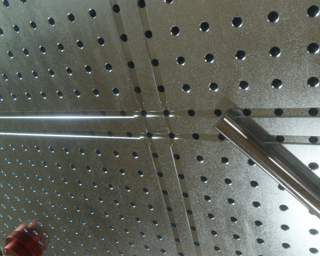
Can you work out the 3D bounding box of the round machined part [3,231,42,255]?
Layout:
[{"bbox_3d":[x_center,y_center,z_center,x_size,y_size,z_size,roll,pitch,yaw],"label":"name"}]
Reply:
[{"bbox_3d":[-0.352,0.310,0.778,0.098,0.042,0.097,13,124,21],"label":"round machined part"}]

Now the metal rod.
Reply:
[{"bbox_3d":[0.186,0.089,0.367,0.300,0.025,0.025,41,129,0],"label":"metal rod"}]
